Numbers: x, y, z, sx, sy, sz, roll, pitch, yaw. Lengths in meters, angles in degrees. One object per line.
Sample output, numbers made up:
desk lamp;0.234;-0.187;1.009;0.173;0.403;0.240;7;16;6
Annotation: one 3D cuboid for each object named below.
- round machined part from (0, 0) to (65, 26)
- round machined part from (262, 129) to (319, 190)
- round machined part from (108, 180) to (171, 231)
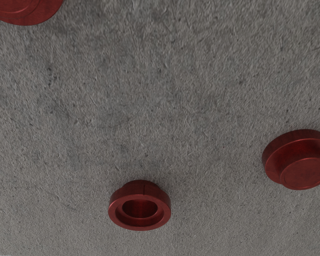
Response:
round machined part;-0.135;-0.138;0.277;0.099;0.042;0.097;0;130;0
round machined part;0.201;0.052;0.442;0.099;0.042;0.097;0;130;0
round machined part;-0.032;0.121;0.498;0.099;0.042;0.097;0;130;0
